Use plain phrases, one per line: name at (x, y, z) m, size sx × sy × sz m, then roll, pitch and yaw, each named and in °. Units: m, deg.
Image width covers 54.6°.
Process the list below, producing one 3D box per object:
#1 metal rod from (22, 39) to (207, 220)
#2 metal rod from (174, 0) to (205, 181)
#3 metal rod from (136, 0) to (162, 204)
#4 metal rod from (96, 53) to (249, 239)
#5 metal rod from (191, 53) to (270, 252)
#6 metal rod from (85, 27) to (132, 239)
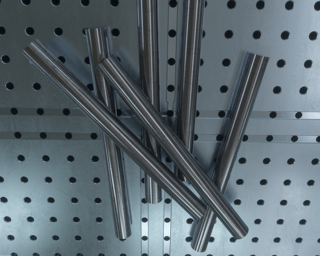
metal rod at (-0.046, 0.012, 0.389) m, size 0.025 × 0.025 × 0.300 m, roll -40°, pitch 106°, yaw 13°
metal rod at (0.037, -0.071, 0.387) m, size 0.025 × 0.025 × 0.298 m, roll 2°, pitch 110°, yaw -1°
metal rod at (-0.012, -0.037, 0.399) m, size 0.025 × 0.025 × 0.298 m, roll -1°, pitch 110°, yaw 0°
metal rod at (0.026, 0.035, 0.398) m, size 0.025 × 0.025 × 0.300 m, roll -35°, pitch 107°, yaw 12°
metal rod at (0.091, 0.047, 0.431) m, size 0.025 × 0.025 × 0.298 m, roll 11°, pitch 110°, yaw -4°
metal rod at (-0.066, 0.021, 0.420) m, size 0.025 × 0.025 × 0.298 m, roll -4°, pitch 110°, yaw 1°
